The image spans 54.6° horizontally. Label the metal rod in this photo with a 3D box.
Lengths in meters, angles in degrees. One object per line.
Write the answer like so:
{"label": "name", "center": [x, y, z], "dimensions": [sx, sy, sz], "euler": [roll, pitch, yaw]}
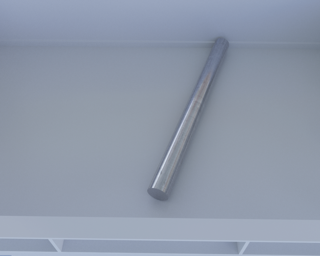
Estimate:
{"label": "metal rod", "center": [0.051, -0.034, 0.433], "dimensions": [0.025, 0.025, 0.301], "euler": [16, 52, 13]}
